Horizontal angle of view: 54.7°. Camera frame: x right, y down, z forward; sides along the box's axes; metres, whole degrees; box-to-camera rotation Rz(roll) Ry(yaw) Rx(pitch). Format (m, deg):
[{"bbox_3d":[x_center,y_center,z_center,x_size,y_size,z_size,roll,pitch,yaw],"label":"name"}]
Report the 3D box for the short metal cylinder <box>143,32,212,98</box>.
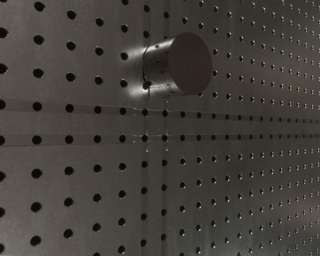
[{"bbox_3d":[0.025,-0.082,0.415,0.081,0.050,0.079,0,90,-40],"label":"short metal cylinder"}]
